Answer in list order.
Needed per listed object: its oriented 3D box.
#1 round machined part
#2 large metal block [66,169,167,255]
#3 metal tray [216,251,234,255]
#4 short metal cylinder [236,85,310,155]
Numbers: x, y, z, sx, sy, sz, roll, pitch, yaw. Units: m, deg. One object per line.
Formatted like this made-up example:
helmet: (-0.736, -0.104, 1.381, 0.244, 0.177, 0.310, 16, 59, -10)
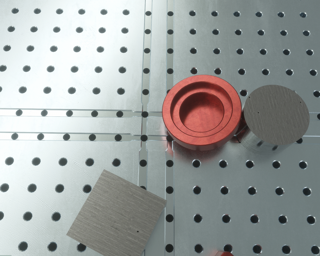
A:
round machined part: (0.055, -0.017, 0.403, 0.098, 0.042, 0.098, -4, 67, 10)
large metal block: (-0.046, 0.105, 0.359, 0.080, 0.050, 0.080, 25, 72, 9)
metal tray: (0.063, 0.212, 0.331, 0.090, 0.030, 0.130, 41, 75, 13)
short metal cylinder: (0.143, -0.009, 0.402, 0.081, 0.050, 0.080, 0, 70, -1)
